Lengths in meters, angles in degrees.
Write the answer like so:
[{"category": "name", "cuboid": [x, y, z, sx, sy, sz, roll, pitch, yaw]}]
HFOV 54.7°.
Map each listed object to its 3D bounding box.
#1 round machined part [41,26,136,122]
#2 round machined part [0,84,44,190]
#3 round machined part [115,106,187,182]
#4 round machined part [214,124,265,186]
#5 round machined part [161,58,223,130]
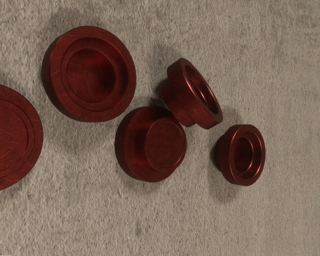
[{"category": "round machined part", "cuboid": [-0.077, -0.055, 0.330, 0.099, 0.042, 0.097, 0, 90, -40]}, {"category": "round machined part", "cuboid": [-0.150, 0.008, 0.268, 0.099, 0.042, 0.097, 0, 90, -40]}, {"category": "round machined part", "cuboid": [-0.004, 0.020, 0.392, 0.099, 0.042, 0.097, 0, 90, -40]}, {"category": "round machined part", "cuboid": [0.126, 0.043, 0.502, 0.099, 0.042, 0.097, 0, 90, -40]}, {"category": "round machined part", "cuboid": [0.038, -0.040, 0.407, 0.098, 0.042, 0.098, 45, 26, -28]}]
